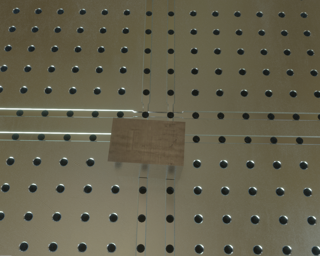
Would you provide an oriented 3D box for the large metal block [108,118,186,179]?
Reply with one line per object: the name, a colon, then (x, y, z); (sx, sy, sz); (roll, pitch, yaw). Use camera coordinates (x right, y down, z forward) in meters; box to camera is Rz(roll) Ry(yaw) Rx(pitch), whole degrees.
large metal block: (-0.013, 0.028, 0.372); (0.080, 0.080, 0.050); (3, 70, 1)
